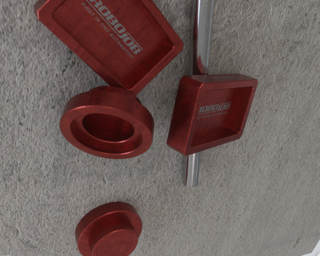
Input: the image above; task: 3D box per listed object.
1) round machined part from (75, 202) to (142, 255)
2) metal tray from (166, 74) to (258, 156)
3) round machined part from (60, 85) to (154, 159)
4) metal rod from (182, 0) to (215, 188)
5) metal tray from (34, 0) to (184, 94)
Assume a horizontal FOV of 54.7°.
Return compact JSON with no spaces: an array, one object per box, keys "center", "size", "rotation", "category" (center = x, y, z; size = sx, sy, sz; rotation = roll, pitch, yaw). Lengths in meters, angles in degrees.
[{"center":[-0.071,0.161,0.456],"size":[0.099,0.042,0.097],"rotation":[-14,124,-21],"category":"round machined part"},{"center":[0.071,-0.021,0.398],"size":[0.131,0.030,0.089],"rotation":[-12,121,-45],"category":"metal tray"},{"center":[-0.055,-0.009,0.340],"size":[0.099,0.042,0.098],"rotation":[4,144,3],"category":"round machined part"},{"center":[0.048,-0.042,0.407],"size":[0.025,0.025,0.298],"rotation":[-14,124,-21],"category":"metal rod"},{"center":[-0.046,-0.101,0.316],"size":[0.090,0.030,0.130],"rotation":[-44,129,3],"category":"metal tray"}]
